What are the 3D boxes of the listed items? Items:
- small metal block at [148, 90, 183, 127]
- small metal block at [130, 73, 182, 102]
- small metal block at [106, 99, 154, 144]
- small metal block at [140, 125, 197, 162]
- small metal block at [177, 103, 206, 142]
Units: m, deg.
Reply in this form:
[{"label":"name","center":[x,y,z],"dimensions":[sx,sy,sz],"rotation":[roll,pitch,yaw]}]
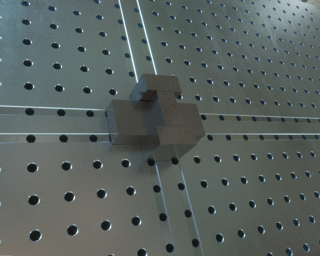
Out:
[{"label":"small metal block","center":[0.002,-0.013,0.402],"dimensions":[0.025,0.050,0.050],"rotation":[1,62,-28]},{"label":"small metal block","center":[-0.007,-0.047,0.418],"dimensions":[0.050,0.050,0.025],"rotation":[1,62,-28]},{"label":"small metal block","center":[-0.037,-0.007,0.393],"dimensions":[0.050,0.025,0.050],"rotation":[0,62,-28]},{"label":"small metal block","center":[0.010,0.020,0.386],"dimensions":[0.050,0.050,0.025],"rotation":[1,62,-28]},{"label":"small metal block","center":[0.030,-0.007,0.430],"dimensions":[0.050,0.025,0.050],"rotation":[1,61,-28]}]
